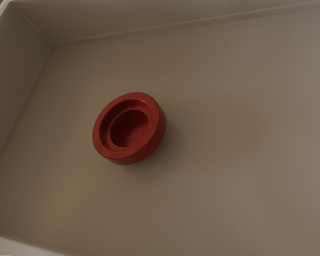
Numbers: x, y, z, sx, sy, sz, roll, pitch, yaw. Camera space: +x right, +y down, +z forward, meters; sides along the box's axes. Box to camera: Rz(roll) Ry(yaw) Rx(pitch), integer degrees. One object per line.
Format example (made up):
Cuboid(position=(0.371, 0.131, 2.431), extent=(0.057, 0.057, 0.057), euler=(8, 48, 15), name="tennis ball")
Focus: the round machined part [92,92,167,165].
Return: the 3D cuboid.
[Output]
Cuboid(position=(-0.036, 0.004, 0.410), extent=(0.098, 0.042, 0.098), euler=(-13, 56, 20), name="round machined part")
